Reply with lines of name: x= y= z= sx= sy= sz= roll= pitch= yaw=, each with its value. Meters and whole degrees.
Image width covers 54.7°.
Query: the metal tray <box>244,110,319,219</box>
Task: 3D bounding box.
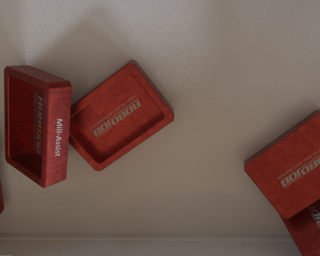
metal tray: x=0.191 y=0.048 z=0.413 sx=0.130 sy=0.030 sz=0.090 roll=-39 pitch=86 yaw=12

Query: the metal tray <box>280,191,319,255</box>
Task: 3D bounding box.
metal tray: x=0.221 y=0.132 z=0.403 sx=0.090 sy=0.130 sz=0.030 roll=-35 pitch=125 yaw=15

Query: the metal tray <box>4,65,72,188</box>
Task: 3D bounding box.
metal tray: x=-0.152 y=-0.003 z=0.379 sx=0.090 sy=0.030 sz=0.129 roll=22 pitch=113 yaw=31

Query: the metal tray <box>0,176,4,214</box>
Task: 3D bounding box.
metal tray: x=-0.255 y=0.071 z=0.397 sx=0.030 sy=0.090 sz=0.129 roll=12 pitch=112 yaw=23

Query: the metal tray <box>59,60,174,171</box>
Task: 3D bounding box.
metal tray: x=-0.058 y=-0.014 z=0.402 sx=0.130 sy=0.030 sz=0.090 roll=-35 pitch=107 yaw=11
